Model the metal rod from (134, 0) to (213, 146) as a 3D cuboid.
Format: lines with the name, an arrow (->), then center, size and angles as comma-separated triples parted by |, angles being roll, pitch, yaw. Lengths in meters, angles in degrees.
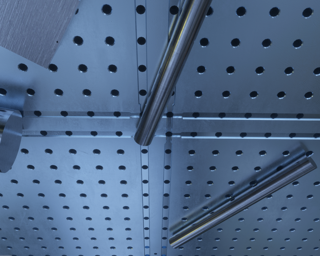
metal rod -> 0.023, -0.092, 0.333 | 0.025, 0.025, 0.298 | 14, 129, -12

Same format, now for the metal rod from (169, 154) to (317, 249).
metal rod -> 0.124, 0.135, 0.527 | 0.025, 0.025, 0.299 | 33, 123, -25

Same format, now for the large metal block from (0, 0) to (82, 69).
large metal block -> -0.125, -0.117, 0.294 | 0.080, 0.050, 0.080 | 27, 125, -21

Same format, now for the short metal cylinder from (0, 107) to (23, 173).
short metal cylinder -> -0.210, 0.012, 0.384 | 0.050, 0.080, 0.079 | 10, 129, -9
